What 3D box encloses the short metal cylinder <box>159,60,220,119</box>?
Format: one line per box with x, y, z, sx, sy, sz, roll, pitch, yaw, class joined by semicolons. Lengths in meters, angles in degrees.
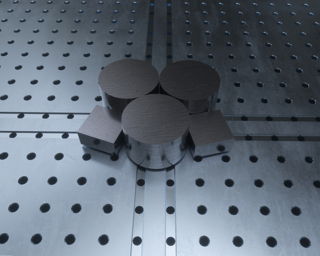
0.039;-0.049;0.428;0.081;0.050;0.080;0;50;0;short metal cylinder

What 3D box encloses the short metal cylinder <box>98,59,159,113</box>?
-0.041;-0.051;0.429;0.081;0.050;0.080;0;50;0;short metal cylinder

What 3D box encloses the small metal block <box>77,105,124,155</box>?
-0.070;0.002;0.401;0.050;0.025;0.050;16;52;13;small metal block

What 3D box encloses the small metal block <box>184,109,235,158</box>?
0.061;0.007;0.398;0.050;0.025;0.050;-11;51;-9;small metal block

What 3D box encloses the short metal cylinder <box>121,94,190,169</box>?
-0.005;0.003;0.384;0.081;0.050;0.080;0;50;0;short metal cylinder
